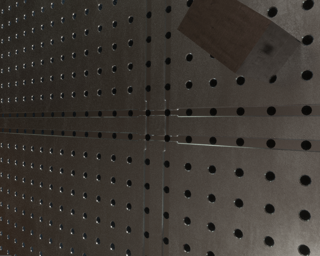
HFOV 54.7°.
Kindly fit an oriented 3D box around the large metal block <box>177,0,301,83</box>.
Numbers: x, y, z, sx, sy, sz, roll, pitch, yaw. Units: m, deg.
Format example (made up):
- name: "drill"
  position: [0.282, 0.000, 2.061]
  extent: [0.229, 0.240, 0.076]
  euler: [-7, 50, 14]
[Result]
- name: "large metal block"
  position: [0.079, -0.092, 0.307]
  extent: [0.080, 0.081, 0.050]
  euler: [47, 118, 29]
